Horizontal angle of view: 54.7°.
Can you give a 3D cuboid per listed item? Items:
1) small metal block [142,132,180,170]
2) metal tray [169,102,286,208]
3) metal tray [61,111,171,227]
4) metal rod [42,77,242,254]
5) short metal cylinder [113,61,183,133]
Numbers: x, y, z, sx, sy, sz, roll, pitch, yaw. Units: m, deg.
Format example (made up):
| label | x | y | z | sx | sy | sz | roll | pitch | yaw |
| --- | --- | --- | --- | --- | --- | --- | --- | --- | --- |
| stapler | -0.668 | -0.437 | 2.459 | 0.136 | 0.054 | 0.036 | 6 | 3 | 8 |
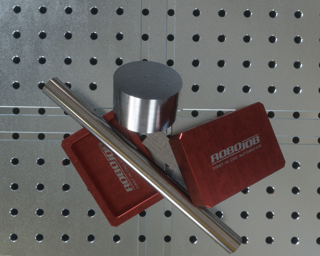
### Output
| label | x | y | z | sx | sy | sz | roll | pitch | yaw |
| --- | --- | --- | --- | --- | --- | --- | --- | --- | --- |
| small metal block | 0.005 | 0.025 | 0.396 | 0.050 | 0.050 | 0.025 | 41 | 90 | 0 |
| metal tray | 0.086 | 0.030 | 0.382 | 0.131 | 0.030 | 0.090 | -21 | 90 | -25 |
| metal tray | -0.055 | 0.050 | 0.406 | 0.090 | 0.030 | 0.130 | -32 | 90 | 0 |
| metal rod | -0.021 | 0.046 | 0.379 | 0.300 | 0.025 | 0.025 | 41 | 90 | -1 |
| short metal cylinder | -0.016 | -0.039 | 0.376 | 0.080 | 0.080 | 0.050 | 8 | 132 | 0 |
